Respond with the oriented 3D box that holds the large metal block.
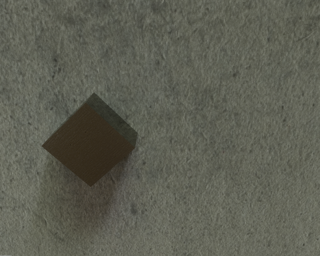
[{"bbox_3d":[-0.087,0.015,0.401,0.080,0.050,0.080,-42,105,13],"label":"large metal block"}]
